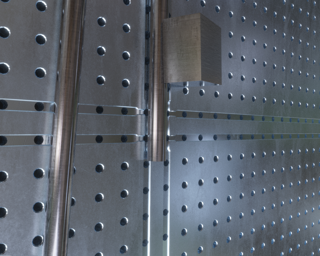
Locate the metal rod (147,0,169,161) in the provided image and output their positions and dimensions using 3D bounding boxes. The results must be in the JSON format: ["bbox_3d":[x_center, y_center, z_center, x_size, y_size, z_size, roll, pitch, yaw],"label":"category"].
[{"bbox_3d":[-0.001,-0.106,0.407,0.025,0.025,0.298,2,89,-40],"label":"metal rod"}]

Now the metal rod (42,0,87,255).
[{"bbox_3d":[-0.099,-0.012,0.325,0.025,0.025,0.298,6,86,-40],"label":"metal rod"}]

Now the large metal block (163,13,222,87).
[{"bbox_3d":[0.045,-0.098,0.413,0.080,0.050,0.079,-6,96,-61],"label":"large metal block"}]
